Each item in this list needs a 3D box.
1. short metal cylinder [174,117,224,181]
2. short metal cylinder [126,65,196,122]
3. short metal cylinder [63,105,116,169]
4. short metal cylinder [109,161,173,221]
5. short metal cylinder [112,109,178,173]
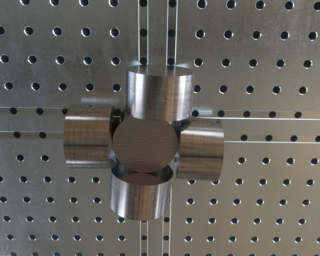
[{"bbox_3d":[0.047,0.026,0.394,0.050,0.080,0.079,3,110,-2],"label":"short metal cylinder"},{"bbox_3d":[0.000,-0.044,0.367,0.081,0.080,0.050,3,110,-1],"label":"short metal cylinder"},{"bbox_3d":[-0.084,0.011,0.387,0.050,0.080,0.079,1,110,-1],"label":"short metal cylinder"},{"bbox_3d":[-0.025,0.077,0.411,0.081,0.080,0.050,6,110,-2],"label":"short metal cylinder"},{"bbox_3d":[-0.019,0.011,0.404,0.081,0.050,0.079,-1,110,-1],"label":"short metal cylinder"}]
